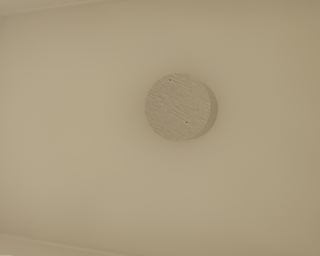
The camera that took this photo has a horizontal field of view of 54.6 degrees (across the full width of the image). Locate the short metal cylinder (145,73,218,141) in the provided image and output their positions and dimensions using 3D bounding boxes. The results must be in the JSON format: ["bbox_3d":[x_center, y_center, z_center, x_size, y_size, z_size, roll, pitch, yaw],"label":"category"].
[{"bbox_3d":[0.028,-0.025,0.388,0.080,0.050,0.080,0,90,20],"label":"short metal cylinder"}]
